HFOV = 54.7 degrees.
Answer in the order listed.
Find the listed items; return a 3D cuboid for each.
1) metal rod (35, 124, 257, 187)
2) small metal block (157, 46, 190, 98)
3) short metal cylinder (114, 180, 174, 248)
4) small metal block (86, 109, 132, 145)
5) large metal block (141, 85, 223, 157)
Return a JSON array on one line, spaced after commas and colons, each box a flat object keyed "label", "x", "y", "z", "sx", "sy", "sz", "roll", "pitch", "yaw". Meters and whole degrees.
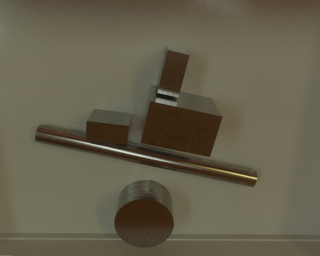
[{"label": "metal rod", "x": -0.014, "y": 0.039, "z": 0.425, "sx": 0.302, "sy": 0.025, "sz": 0.025, "roll": 12, "pitch": 110, "yaw": -5}, {"label": "small metal block", "x": 0.015, "y": -0.069, "z": 0.373, "sx": 0.025, "sy": 0.050, "sz": 0.050, "roll": 12, "pitch": 110, "yaw": -5}, {"label": "short metal cylinder", "x": -0.022, "y": 0.122, "z": 0.443, "sx": 0.081, "sy": 0.050, "sz": 0.079, "roll": 0, "pitch": 110, "yaw": -1}, {"label": "small metal block", "x": -0.064, "y": -0.002, "z": 0.396, "sx": 0.050, "sy": 0.050, "sz": 0.025, "roll": 7, "pitch": 110, "yaw": -3}, {"label": "large metal block", "x": 0.023, "y": -0.012, "z": 0.378, "sx": 0.081, "sy": 0.080, "sz": 0.050, "roll": 12, "pitch": 110, "yaw": -5}]
